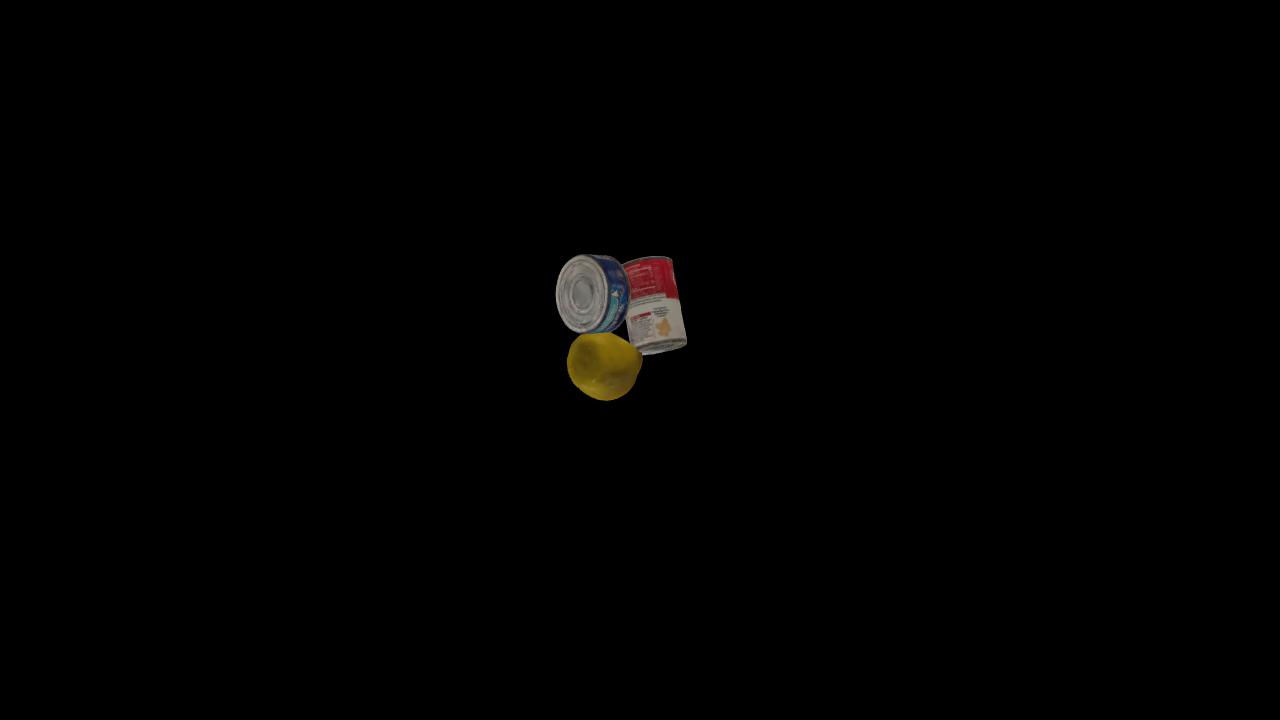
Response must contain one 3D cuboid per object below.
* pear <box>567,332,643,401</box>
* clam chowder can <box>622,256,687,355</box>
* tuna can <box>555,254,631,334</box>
[{"bbox_3d":[-0.025,0.006,0.678,0.080,0.080,0.111,0,-1,41],"label":"pear"},{"bbox_3d":[0.014,-0.062,0.715,0.068,0.102,0.068,-10,-8,-1],"label":"clam chowder can"},{"bbox_3d":[-0.051,-0.069,0.644,0.084,0.084,0.034,0,4,42],"label":"tuna can"}]
